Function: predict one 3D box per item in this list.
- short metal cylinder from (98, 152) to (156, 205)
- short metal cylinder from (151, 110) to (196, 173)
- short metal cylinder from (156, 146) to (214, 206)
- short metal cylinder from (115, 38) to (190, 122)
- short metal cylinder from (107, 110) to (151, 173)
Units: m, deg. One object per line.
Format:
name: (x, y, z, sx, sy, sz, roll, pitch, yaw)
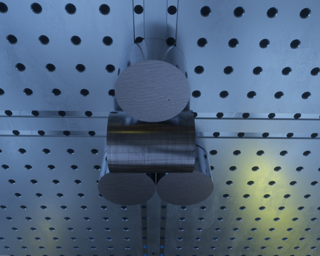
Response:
short metal cylinder: (-0.046, 0.068, 0.452, 0.081, 0.050, 0.079, 0, 130, 0)
short metal cylinder: (0.015, 0.017, 0.391, 0.050, 0.080, 0.079, 0, 130, -1)
short metal cylinder: (0.035, 0.069, 0.453, 0.081, 0.050, 0.079, 0, 130, 0)
short metal cylinder: (-0.008, -0.053, 0.350, 0.081, 0.050, 0.079, 0, 130, 0)
short metal cylinder: (-0.036, 0.017, 0.390, 0.050, 0.080, 0.079, 0, 130, -1)
